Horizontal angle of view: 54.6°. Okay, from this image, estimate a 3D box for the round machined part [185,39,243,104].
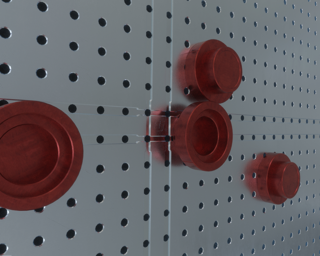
[{"bbox_3d":[0.088,-0.086,0.470,0.099,0.042,0.097,0,90,-40],"label":"round machined part"}]

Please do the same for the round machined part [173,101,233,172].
[{"bbox_3d":[0.057,0.011,0.445,0.099,0.042,0.097,0,90,-40],"label":"round machined part"}]

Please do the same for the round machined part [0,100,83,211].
[{"bbox_3d":[-0.127,0.024,0.291,0.099,0.042,0.097,0,90,-40],"label":"round machined part"}]

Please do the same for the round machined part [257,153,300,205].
[{"bbox_3d":[0.231,0.097,0.590,0.099,0.042,0.097,0,90,-40],"label":"round machined part"}]
